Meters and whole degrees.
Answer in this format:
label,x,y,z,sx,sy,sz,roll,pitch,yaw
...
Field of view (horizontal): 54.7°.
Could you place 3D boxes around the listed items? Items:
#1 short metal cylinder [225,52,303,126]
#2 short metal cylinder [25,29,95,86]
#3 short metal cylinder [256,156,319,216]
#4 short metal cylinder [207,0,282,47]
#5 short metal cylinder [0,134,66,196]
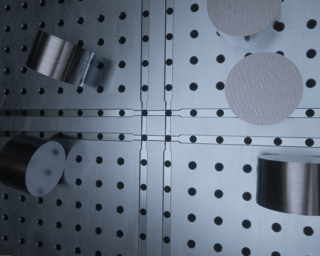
label,x,y,z,sx,sy,sz,roll,pitch,yaw
short metal cylinder,0.119,-0.042,0.357,0.080,0.050,0.079,0,90,19
short metal cylinder,-0.137,-0.097,0.430,0.080,0.080,0.050,26,99,18
short metal cylinder,0.145,0.058,0.332,0.080,0.080,0.050,2,91,19
short metal cylinder,0.100,-0.141,0.364,0.080,0.050,0.079,0,90,19
short metal cylinder,-0.183,0.052,0.446,0.050,0.080,0.079,13,94,19
